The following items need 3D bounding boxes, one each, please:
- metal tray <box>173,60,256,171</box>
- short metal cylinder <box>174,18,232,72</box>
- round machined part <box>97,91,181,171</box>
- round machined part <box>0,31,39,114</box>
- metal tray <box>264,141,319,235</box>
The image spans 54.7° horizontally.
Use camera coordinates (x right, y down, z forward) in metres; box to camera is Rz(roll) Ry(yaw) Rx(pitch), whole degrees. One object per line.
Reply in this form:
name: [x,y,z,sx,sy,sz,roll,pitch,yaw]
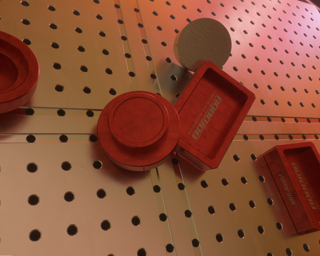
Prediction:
metal tray: [0.064,-0.018,0.426,0.090,0.030,0.130,35,69,-5]
short metal cylinder: [0.064,-0.125,0.477,0.080,0.080,0.050,29,9,-10]
round machined part: [-0.024,-0.002,0.363,0.099,0.042,0.098,1,67,-2]
round machined part: [-0.185,-0.056,0.332,0.099,0.042,0.098,14,56,-21]
metal tray: [0.225,0.087,0.475,0.091,0.030,0.130,-3,63,-30]
